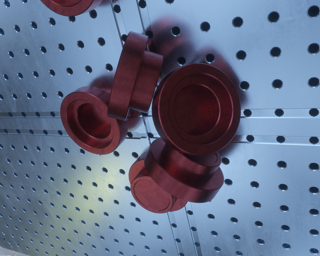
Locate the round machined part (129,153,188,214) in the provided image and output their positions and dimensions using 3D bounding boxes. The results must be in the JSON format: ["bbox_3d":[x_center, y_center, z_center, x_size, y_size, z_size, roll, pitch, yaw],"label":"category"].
[{"bbox_3d":[-0.004,0.086,0.456,0.098,0.042,0.097,13,124,21],"label":"round machined part"}]

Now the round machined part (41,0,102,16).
[{"bbox_3d":[-0.097,-0.178,0.342,0.098,0.042,0.097,13,124,21],"label":"round machined part"}]

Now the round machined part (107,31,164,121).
[{"bbox_3d":[-0.025,-0.054,0.349,0.042,0.098,0.097,15,127,-6],"label":"round machined part"}]

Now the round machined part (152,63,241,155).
[{"bbox_3d":[0.037,-0.019,0.345,0.098,0.098,0.042,56,162,-12],"label":"round machined part"}]

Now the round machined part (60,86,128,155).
[{"bbox_3d":[-0.088,-0.014,0.438,0.098,0.042,0.097,13,124,21],"label":"round machined part"}]

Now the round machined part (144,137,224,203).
[{"bbox_3d":[0.034,0.040,0.373,0.098,0.098,0.042,31,115,8],"label":"round machined part"}]
